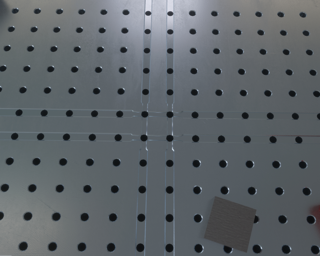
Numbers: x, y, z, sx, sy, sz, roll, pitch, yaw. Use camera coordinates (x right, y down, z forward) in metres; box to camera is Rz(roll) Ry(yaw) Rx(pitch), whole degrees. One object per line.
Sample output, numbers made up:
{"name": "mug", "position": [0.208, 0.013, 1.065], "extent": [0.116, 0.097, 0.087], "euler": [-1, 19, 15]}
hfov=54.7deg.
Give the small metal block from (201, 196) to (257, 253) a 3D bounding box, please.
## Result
{"name": "small metal block", "position": [0.082, 0.115, 0.370], "extent": [0.050, 0.025, 0.050], "euler": [18, 71, 6]}
